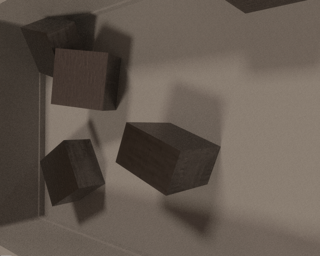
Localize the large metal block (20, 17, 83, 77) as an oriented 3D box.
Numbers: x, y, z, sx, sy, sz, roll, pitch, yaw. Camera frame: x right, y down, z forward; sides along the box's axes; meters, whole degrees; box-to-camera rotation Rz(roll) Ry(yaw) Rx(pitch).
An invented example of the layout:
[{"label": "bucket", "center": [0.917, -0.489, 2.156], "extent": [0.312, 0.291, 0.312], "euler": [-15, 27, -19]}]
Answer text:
[{"label": "large metal block", "center": [-0.170, -0.130, 0.504], "extent": [0.080, 0.050, 0.080], "euler": [22, 137, 37]}]

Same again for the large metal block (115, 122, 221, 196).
[{"label": "large metal block", "center": [0.010, 0.031, 0.361], "extent": [0.080, 0.081, 0.050], "euler": [27, 107, 36]}]

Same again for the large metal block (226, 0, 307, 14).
[{"label": "large metal block", "center": [0.101, -0.151, 0.287], "extent": [0.080, 0.081, 0.050], "euler": [2, 91, 39]}]

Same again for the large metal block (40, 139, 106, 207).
[{"label": "large metal block", "center": [-0.145, 0.072, 0.507], "extent": [0.080, 0.050, 0.080], "euler": [-35, 69, 34]}]

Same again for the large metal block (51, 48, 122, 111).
[{"label": "large metal block", "center": [-0.108, -0.070, 0.457], "extent": [0.080, 0.050, 0.079], "euler": [8, 96, 13]}]
